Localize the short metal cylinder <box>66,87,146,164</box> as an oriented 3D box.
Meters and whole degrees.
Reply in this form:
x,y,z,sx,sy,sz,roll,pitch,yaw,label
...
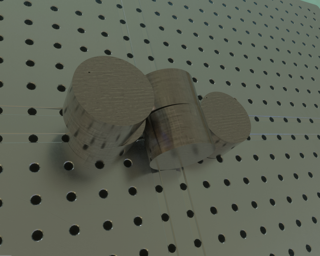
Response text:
x,y,z,sx,sy,sz,roll,pitch,yaw,label
-0.063,-0.004,0.360,0.081,0.050,0.080,14,56,-21,short metal cylinder

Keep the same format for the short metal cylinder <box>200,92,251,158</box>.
x,y,z,sx,sy,sz,roll,pitch,yaw,label
0.079,-0.004,0.436,0.081,0.050,0.080,14,56,-21,short metal cylinder

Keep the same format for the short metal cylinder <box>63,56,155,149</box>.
x,y,z,sx,sy,sz,roll,pitch,yaw,label
-0.053,-0.025,0.313,0.081,0.050,0.080,14,56,-21,short metal cylinder

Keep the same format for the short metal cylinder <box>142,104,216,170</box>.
x,y,z,sx,sy,sz,roll,pitch,yaw,label
0.021,0.013,0.376,0.081,0.080,0.050,-1,63,-29,short metal cylinder

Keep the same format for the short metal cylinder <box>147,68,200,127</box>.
x,y,z,sx,sy,sz,roll,pitch,yaw,label
0.009,-0.032,0.397,0.081,0.080,0.050,1,62,-28,short metal cylinder
